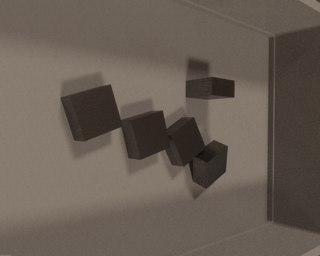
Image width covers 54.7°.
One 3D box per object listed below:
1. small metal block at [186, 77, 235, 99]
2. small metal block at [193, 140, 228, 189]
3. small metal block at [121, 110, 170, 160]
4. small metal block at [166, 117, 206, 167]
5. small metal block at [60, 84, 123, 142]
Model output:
[{"bbox_3d":[0.073,-0.057,0.454,0.050,0.050,0.025,0,90,-40],"label":"small metal block"},{"bbox_3d":[0.075,0.054,0.461,0.050,0.025,0.050,-31,132,-36],"label":"small metal block"},{"bbox_3d":[-0.018,0.008,0.393,0.050,0.025,0.050,-20,103,-39],"label":"small metal block"},{"bbox_3d":[0.032,0.019,0.436,0.050,0.025,0.050,-36,113,-34],"label":"small metal block"},{"bbox_3d":[-0.075,-0.017,0.345,0.050,0.025,0.050,-24,105,-38],"label":"small metal block"}]
